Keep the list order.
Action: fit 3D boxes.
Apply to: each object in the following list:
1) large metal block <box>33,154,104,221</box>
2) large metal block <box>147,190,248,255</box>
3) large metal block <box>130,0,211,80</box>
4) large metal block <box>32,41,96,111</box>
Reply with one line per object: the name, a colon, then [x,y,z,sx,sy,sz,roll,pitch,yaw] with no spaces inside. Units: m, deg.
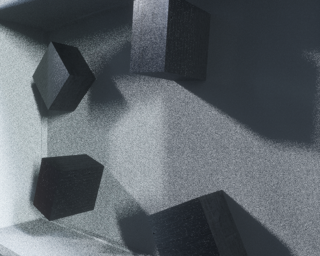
large metal block: [-0.144,0.090,0.490,0.050,0.081,0.079,25,106,37]
large metal block: [0.042,0.125,0.356,0.080,0.050,0.080,-31,71,36]
large metal block: [0.014,-0.099,0.360,0.050,0.081,0.079,6,94,40]
large metal block: [-0.165,-0.086,0.527,0.080,0.050,0.080,-48,62,29]
